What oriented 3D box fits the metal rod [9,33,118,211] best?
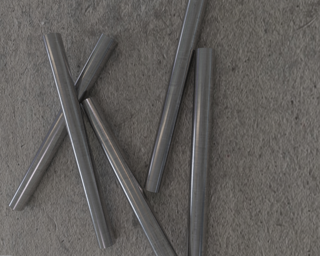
[{"bbox_3d":[-0.148,-0.002,0.461,0.025,0.025,0.299,35,101,16],"label":"metal rod"}]

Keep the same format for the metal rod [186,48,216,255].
[{"bbox_3d":[0.050,0.051,0.391,0.025,0.025,0.298,3,91,20],"label":"metal rod"}]

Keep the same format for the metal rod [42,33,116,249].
[{"bbox_3d":[-0.111,0.019,0.429,0.025,0.025,0.298,-13,93,19],"label":"metal rod"}]

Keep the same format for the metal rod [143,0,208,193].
[{"bbox_3d":[0.024,-0.063,0.400,0.025,0.025,0.298,15,95,19],"label":"metal rod"}]

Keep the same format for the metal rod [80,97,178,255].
[{"bbox_3d":[-0.032,0.088,0.405,0.025,0.025,0.299,-34,74,17],"label":"metal rod"}]
